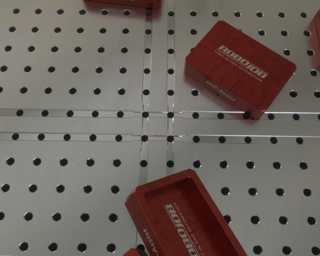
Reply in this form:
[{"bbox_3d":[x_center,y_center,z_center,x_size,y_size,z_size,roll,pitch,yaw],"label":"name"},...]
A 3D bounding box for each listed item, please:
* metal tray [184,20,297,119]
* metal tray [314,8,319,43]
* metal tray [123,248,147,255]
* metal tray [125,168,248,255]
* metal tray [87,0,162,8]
[{"bbox_3d":[0.112,-0.085,0.441,0.130,0.030,0.090,36,74,12],"label":"metal tray"},{"bbox_3d":[0.309,-0.143,0.463,0.131,0.030,0.090,1,70,0],"label":"metal tray"},{"bbox_3d":[-0.020,0.204,0.315,0.090,0.030,0.130,-39,62,-7],"label":"metal tray"},{"bbox_3d":[0.030,0.115,0.338,0.091,0.030,0.130,-12,61,-37],"label":"metal tray"},{"bbox_3d":[-0.057,-0.245,0.498,0.131,0.030,0.090,8,70,3],"label":"metal tray"}]
